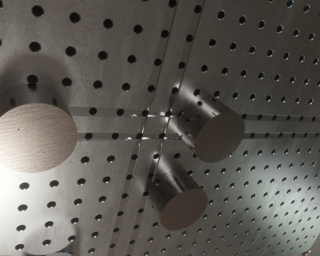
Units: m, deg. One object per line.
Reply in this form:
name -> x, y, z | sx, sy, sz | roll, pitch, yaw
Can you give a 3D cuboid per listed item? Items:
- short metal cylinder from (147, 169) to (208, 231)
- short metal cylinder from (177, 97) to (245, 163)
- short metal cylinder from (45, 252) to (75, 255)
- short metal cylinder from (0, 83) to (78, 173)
short metal cylinder -> 0.026, 0.111, 0.480 | 0.081, 0.050, 0.079 | -14, 124, -21
short metal cylinder -> 0.071, 0.002, 0.438 | 0.081, 0.050, 0.079 | -14, 124, -21
short metal cylinder -> -0.147, 0.226, 0.436 | 0.081, 0.080, 0.050 | -6, 121, -26
short metal cylinder -> -0.132, 0.000, 0.323 | 0.081, 0.050, 0.079 | -14, 125, -21
